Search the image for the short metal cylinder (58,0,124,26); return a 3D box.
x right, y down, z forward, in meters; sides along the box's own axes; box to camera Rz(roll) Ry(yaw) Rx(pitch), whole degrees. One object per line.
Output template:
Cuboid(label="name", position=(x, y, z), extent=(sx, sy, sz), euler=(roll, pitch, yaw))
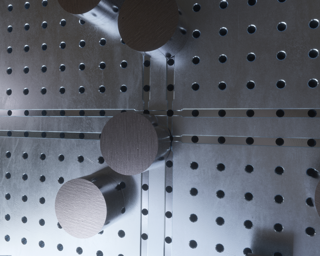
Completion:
Cuboid(label="short metal cylinder", position=(-0.097, -0.191, 0.433), extent=(0.080, 0.050, 0.079), euler=(0, 90, 20))

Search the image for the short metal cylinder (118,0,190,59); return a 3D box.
Cuboid(label="short metal cylinder", position=(-0.007, -0.133, 0.402), extent=(0.080, 0.050, 0.079), euler=(0, 90, 20))

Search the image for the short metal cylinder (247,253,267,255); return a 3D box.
Cuboid(label="short metal cylinder", position=(0.120, 0.184, 0.341), extent=(0.050, 0.080, 0.079), euler=(3, 91, 20))

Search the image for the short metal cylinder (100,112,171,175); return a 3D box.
Cuboid(label="short metal cylinder", position=(-0.031, 0.019, 0.410), extent=(0.080, 0.050, 0.079), euler=(0, 90, 20))

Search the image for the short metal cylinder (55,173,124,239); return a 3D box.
Cuboid(label="short metal cylinder", position=(-0.098, 0.106, 0.434), extent=(0.080, 0.050, 0.079), euler=(0, 90, 20))

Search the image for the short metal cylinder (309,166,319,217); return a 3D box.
Cuboid(label="short metal cylinder", position=(0.205, 0.072, 0.327), extent=(0.080, 0.050, 0.079), euler=(0, 90, 20))
